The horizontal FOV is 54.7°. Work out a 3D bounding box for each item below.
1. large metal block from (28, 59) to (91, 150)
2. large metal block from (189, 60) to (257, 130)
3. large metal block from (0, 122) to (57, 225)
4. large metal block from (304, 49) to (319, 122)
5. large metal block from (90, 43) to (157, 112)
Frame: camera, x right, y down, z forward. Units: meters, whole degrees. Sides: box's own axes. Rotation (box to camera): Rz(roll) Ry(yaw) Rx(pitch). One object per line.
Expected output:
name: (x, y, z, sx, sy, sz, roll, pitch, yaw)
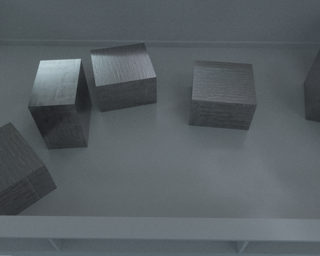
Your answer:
large metal block: (-0.121, -0.030, 0.393, 0.050, 0.080, 0.080, -3, 50, -3)
large metal block: (0.084, -0.046, 0.428, 0.080, 0.050, 0.080, 5, 50, 4)
large metal block: (-0.177, 0.052, 0.344, 0.080, 0.050, 0.080, -35, 58, -26)
large metal block: (0.238, -0.062, 0.423, 0.050, 0.080, 0.080, 12, 51, 10)
large metal block: (-0.053, -0.075, 0.451, 0.081, 0.050, 0.080, -10, 51, -9)
